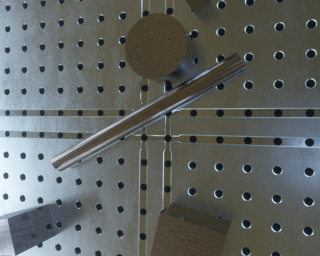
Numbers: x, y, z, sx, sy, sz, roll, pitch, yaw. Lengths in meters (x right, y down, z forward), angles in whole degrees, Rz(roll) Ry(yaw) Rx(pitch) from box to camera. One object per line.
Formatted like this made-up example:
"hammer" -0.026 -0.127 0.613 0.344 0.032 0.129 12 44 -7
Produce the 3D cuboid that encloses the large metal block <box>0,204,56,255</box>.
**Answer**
"large metal block" -0.219 0.154 0.459 0.080 0.080 0.050 -16 85 19

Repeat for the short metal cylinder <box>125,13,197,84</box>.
"short metal cylinder" 0.002 -0.099 0.398 0.080 0.050 0.079 0 90 19

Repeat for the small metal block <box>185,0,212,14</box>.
"small metal block" 0.038 -0.178 0.385 0.025 0.050 0.050 -27 81 18

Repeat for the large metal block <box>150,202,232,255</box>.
"large metal block" 0.037 0.149 0.386 0.080 0.050 0.079 14 95 19

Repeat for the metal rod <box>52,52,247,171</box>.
"metal rod" -0.027 -0.014 0.420 0.300 0.025 0.025 -28 81 17
